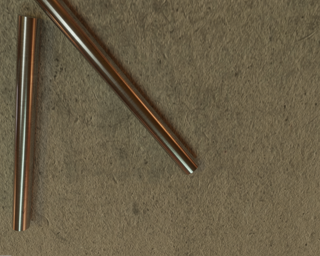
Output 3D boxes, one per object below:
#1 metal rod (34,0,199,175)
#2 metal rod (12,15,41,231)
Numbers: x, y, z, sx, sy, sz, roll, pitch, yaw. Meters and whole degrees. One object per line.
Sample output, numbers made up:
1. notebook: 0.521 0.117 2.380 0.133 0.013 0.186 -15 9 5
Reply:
1. metal rod: -0.049 -0.054 0.389 0.025 0.025 0.300 -37 106 12
2. metal rod: -0.179 0.008 0.410 0.025 0.025 0.298 10 110 -4
